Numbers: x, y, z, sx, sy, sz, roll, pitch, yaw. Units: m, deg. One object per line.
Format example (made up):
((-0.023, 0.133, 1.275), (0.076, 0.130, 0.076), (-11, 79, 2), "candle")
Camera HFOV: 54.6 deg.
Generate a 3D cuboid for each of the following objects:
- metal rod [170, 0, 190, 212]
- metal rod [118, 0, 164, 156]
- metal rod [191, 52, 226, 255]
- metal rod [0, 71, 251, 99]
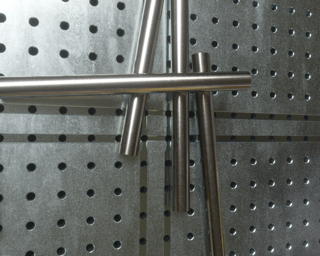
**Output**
((0.027, -0.038, 0.422), (0.025, 0.025, 0.298), (-1, 90, -20), "metal rod")
((-0.016, -0.113, 0.406), (0.025, 0.025, 0.299), (11, 86, -20), "metal rod")
((0.069, 0.046, 0.437), (0.025, 0.025, 0.298), (-6, 92, -20), "metal rod")
((-0.035, -0.053, 0.374), (0.302, 0.025, 0.025), (-3, 91, -11), "metal rod")
